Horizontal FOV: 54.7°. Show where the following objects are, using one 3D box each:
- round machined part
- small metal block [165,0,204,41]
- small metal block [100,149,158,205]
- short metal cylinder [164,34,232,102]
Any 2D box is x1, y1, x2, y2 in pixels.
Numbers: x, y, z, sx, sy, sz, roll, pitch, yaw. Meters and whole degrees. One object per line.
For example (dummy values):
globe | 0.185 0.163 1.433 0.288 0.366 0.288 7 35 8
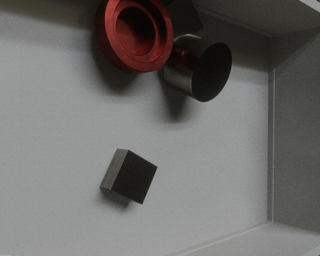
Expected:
round machined part | -0.034 -0.113 0.368 0.099 0.042 0.097 0 90 -40
small metal block | 0.024 -0.145 0.420 0.050 0.025 0.050 -38 115 -15
small metal block | -0.037 0.059 0.378 0.050 0.025 0.050 36 68 -35
short metal cylinder | 0.052 -0.081 0.417 0.081 0.050 0.079 -26 131 -34
